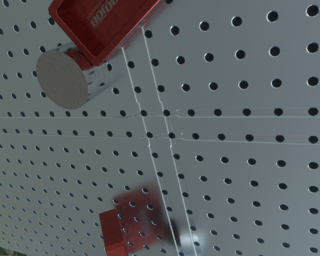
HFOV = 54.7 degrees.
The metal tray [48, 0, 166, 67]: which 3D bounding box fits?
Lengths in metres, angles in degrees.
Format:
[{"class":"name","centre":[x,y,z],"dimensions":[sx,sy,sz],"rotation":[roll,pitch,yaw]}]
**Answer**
[{"class":"metal tray","centre":[-0.061,-0.143,0.351],"dimensions":[0.130,0.030,0.090],"rotation":[-35,99,38]}]

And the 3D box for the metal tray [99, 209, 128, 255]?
[{"class":"metal tray","centre":[-0.073,0.220,0.545],"dimensions":[0.030,0.090,0.129],"rotation":[-16,118,-11]}]

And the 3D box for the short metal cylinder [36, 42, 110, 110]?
[{"class":"short metal cylinder","centre":[-0.114,-0.071,0.411],"dimensions":[0.080,0.050,0.079],"rotation":[13,124,21]}]
